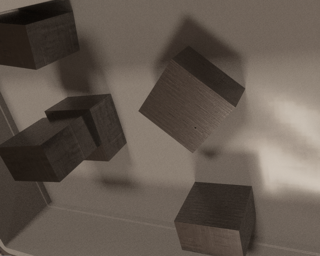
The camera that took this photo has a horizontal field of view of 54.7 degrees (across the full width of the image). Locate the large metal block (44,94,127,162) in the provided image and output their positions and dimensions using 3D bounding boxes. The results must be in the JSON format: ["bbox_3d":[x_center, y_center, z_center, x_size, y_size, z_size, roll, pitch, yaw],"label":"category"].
[{"bbox_3d":[-0.105,-0.001,0.445,0.080,0.050,0.080,-1,118,28],"label":"large metal block"}]

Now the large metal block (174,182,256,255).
[{"bbox_3d":[0.075,0.118,0.406,0.080,0.080,0.050,-1,118,28],"label":"large metal block"}]

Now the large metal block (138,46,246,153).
[{"bbox_3d":[0.035,-0.032,0.353,0.080,0.050,0.080,38,129,2],"label":"large metal block"}]

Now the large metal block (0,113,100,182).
[{"bbox_3d":[-0.140,0.024,0.395,0.080,0.080,0.050,-4,116,30],"label":"large metal block"}]

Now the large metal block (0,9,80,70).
[{"bbox_3d":[-0.162,-0.114,0.386,0.080,0.080,0.050,11,123,22],"label":"large metal block"}]
